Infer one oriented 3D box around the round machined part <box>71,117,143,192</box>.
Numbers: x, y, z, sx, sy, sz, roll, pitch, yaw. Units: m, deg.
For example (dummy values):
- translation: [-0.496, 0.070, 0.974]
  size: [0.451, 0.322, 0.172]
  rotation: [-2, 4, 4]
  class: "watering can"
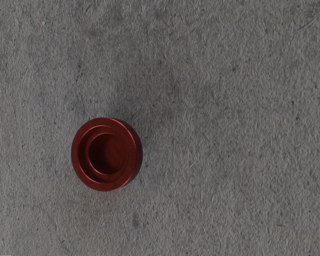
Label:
- translation: [-0.068, 0.035, 0.425]
  size: [0.098, 0.042, 0.097]
  rotation: [0, 90, 20]
  class: "round machined part"
